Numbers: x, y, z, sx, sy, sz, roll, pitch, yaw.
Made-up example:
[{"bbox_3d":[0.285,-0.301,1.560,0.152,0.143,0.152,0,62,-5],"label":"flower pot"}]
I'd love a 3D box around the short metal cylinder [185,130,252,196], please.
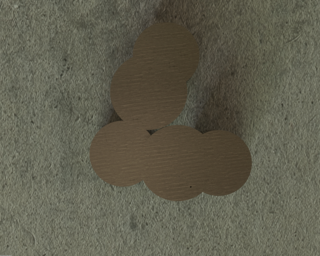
[{"bbox_3d":[0.071,0.042,0.399,0.081,0.050,0.080,0,90,0],"label":"short metal cylinder"}]

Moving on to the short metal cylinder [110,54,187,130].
[{"bbox_3d":[-0.012,-0.038,0.348,0.080,0.050,0.080,0,90,0],"label":"short metal cylinder"}]

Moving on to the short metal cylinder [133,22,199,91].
[{"bbox_3d":[0.007,-0.088,0.399,0.081,0.050,0.080,0,90,0],"label":"short metal cylinder"}]

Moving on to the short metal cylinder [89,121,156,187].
[{"bbox_3d":[-0.045,0.031,0.398,0.081,0.050,0.080,0,90,0],"label":"short metal cylinder"}]

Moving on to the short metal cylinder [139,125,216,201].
[{"bbox_3d":[0.018,0.036,0.348,0.081,0.050,0.080,0,90,-1],"label":"short metal cylinder"}]
